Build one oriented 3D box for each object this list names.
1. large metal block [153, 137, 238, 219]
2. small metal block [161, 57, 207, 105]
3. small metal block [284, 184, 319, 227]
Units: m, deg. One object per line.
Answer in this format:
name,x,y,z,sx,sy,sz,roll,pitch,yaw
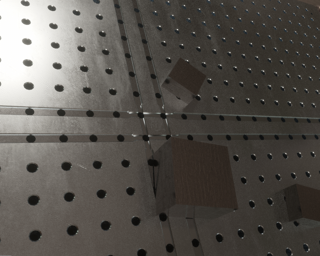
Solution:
large metal block,0.041,0.063,0.377,0.081,0.050,0.080,11,57,-23
small metal block,0.037,-0.072,0.474,0.050,0.025,0.050,34,51,-6
small metal block,0.215,0.115,0.457,0.050,0.025,0.050,17,55,-19
